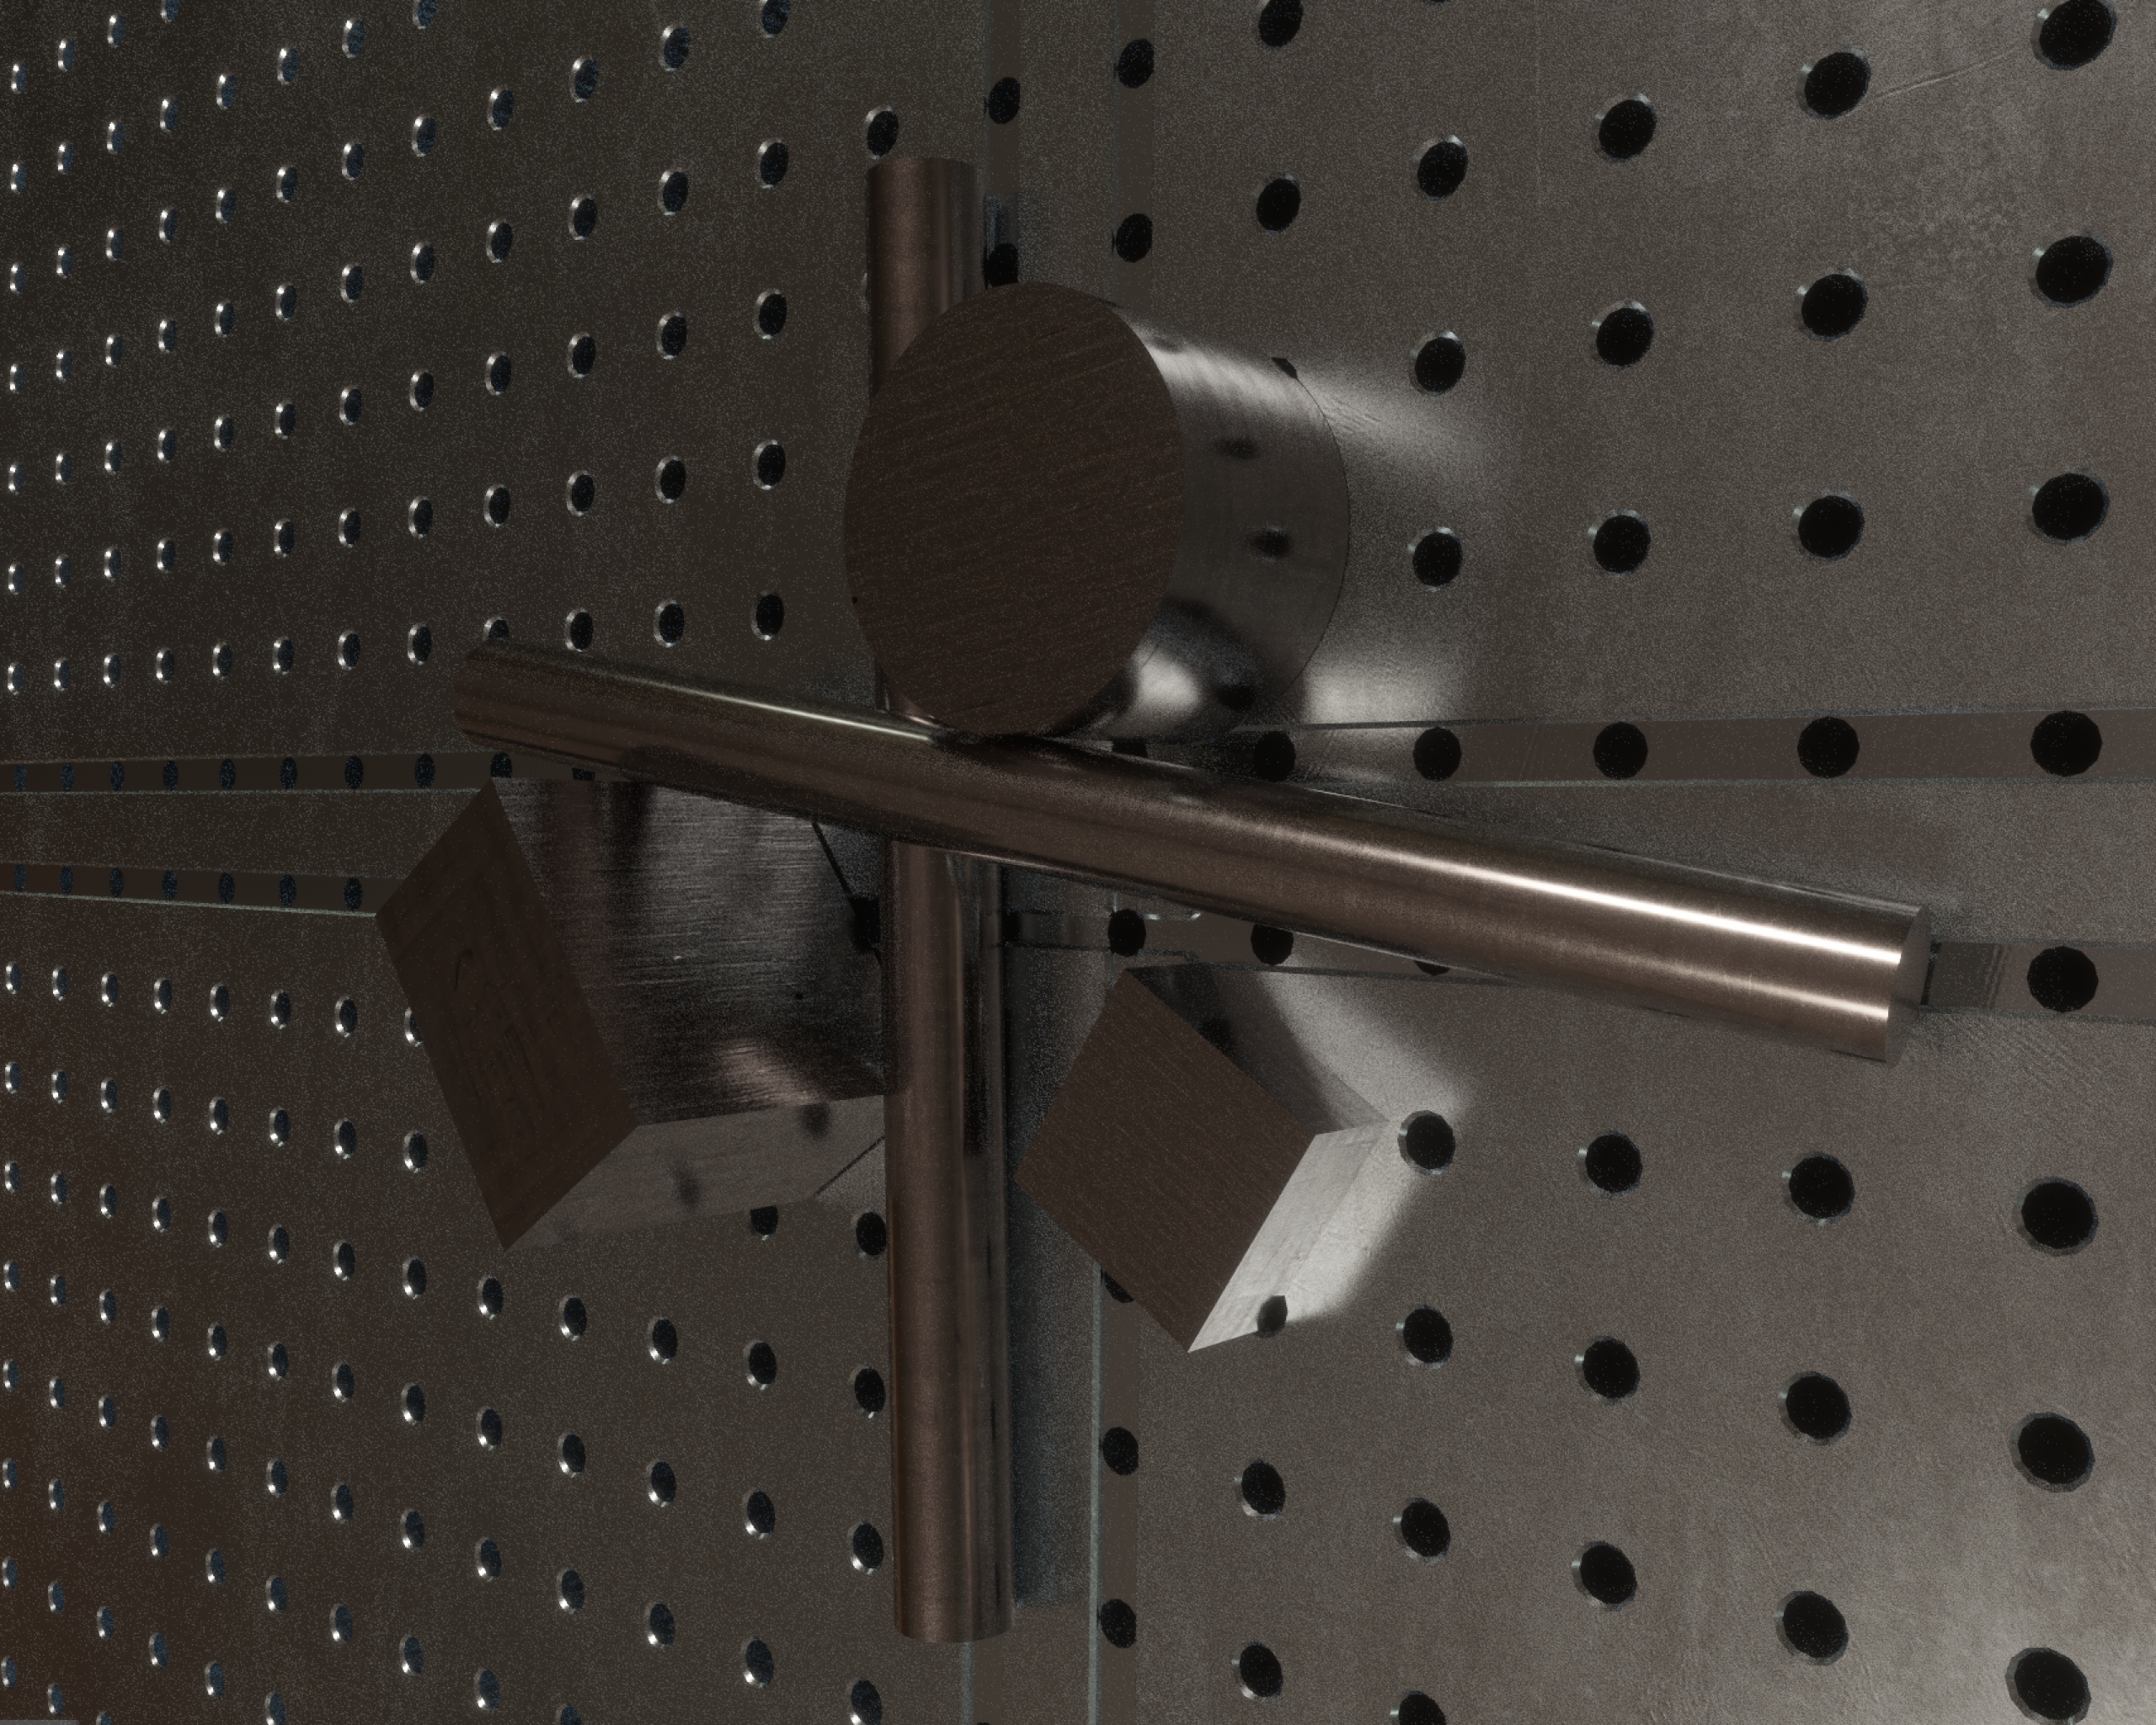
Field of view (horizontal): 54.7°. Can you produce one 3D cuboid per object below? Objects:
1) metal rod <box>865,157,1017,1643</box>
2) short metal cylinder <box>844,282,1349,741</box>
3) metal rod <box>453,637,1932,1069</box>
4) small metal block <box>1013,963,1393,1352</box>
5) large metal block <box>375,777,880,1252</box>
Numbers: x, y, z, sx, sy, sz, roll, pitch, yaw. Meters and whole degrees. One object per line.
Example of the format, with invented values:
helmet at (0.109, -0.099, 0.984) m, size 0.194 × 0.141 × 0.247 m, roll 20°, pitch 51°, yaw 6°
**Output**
metal rod at (-0.028, 0.007, 0.431) m, size 0.025 × 0.025 × 0.298 m, roll -2°, pitch 89°, yaw 39°
short metal cylinder at (0.003, -0.063, 0.389) m, size 0.080 × 0.050 × 0.079 m, roll 0°, pitch 90°, yaw 39°
metal rod at (-0.003, -0.010, 0.385) m, size 0.300 × 0.025 × 0.025 m, roll 13°, pitch 98°, yaw 31°
small metal block at (0.022, 0.054, 0.390) m, size 0.050 × 0.025 × 0.050 m, roll 40°, pitch 114°, yaw 32°
large metal block at (-0.089, 0.030, 0.443) m, size 0.050 × 0.081 × 0.080 m, roll -42°, pitch 65°, yaw 32°
